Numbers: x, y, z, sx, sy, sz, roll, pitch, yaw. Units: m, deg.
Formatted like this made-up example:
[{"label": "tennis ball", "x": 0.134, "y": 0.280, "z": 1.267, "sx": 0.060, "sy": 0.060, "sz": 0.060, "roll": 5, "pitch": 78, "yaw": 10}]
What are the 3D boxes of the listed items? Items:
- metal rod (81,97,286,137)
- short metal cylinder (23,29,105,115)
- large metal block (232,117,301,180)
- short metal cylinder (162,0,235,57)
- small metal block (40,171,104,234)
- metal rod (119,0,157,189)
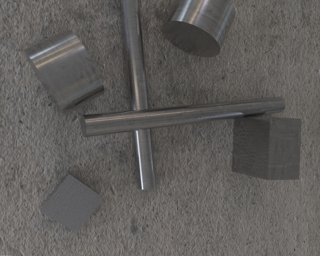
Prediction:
[{"label": "metal rod", "x": 0.050, "y": -0.019, "z": 0.409, "sx": 0.303, "sy": 0.025, "sz": 0.025, "roll": -7, "pitch": 93, "yaw": -27}, {"label": "short metal cylinder", "x": -0.105, "y": -0.060, "z": 0.341, "sx": 0.050, "sy": 0.080, "sz": 0.080, "roll": -33, "pitch": 101, "yaw": -17}, {"label": "large metal block", "x": 0.146, "y": 0.026, "z": 0.434, "sx": 0.050, "sy": 0.080, "sz": 0.080, "roll": 3, "pitch": 89, "yaw": -20}, {"label": "short metal cylinder", "x": 0.049, "y": -0.134, "z": 0.398, "sx": 0.080, "sy": 0.080, "sz": 0.050, "roll": 27, "pitch": 81, "yaw": -18}, {"label": "small metal block", "x": -0.105, "y": 0.088, "z": 0.371, "sx": 0.050, "sy": 0.025, "sz": 0.050, "roll": 40, "pitch": 77, "yaw": -16}, {"label": "metal rod", "x": -0.031, "y": -0.072, "z": 0.397, "sx": 0.025, "sy": 0.025, "sz": 0.298, "roll": -6, "pitch": 92, "yaw": -20}]
